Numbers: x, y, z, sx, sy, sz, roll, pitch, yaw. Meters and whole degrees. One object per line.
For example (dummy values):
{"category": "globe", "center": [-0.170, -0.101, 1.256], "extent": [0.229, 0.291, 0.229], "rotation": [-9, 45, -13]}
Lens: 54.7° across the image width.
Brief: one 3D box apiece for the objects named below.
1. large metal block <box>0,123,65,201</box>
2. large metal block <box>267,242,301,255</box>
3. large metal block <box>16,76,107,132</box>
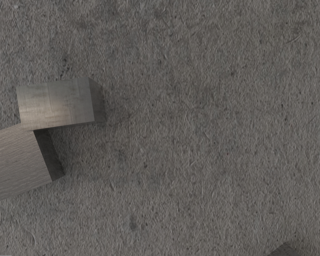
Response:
{"category": "large metal block", "center": [-0.181, 0.041, 0.396], "extent": [0.080, 0.050, 0.080], "rotation": [-21, 90, 0]}
{"category": "large metal block", "center": [0.164, 0.212, 0.399], "extent": [0.080, 0.050, 0.080], "rotation": [-37, 90, 0]}
{"category": "large metal block", "center": [-0.116, -0.027, 0.381], "extent": [0.080, 0.080, 0.050], "rotation": [-8, 90, 0]}
